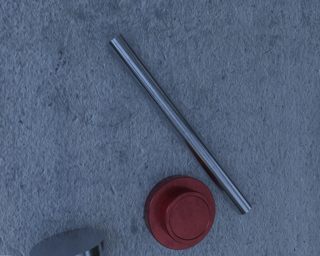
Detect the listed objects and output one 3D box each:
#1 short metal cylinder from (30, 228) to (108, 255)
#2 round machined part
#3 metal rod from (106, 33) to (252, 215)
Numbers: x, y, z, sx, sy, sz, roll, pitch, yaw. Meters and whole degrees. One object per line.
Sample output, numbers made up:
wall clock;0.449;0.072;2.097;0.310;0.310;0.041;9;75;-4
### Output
short metal cylinder;-0.098;0.151;0.344;0.081;0.080;0.050;-9;94;-20
round machined part;0.031;0.114;0.412;0.099;0.042;0.097;0;90;-20
metal rod;0.033;0.004;0.421;0.025;0.025;0.300;-42;103;-15
